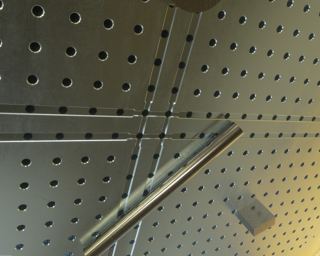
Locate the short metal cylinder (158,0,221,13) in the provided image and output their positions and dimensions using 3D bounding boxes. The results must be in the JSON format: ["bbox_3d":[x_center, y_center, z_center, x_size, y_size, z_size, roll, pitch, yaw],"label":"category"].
[{"bbox_3d":[0.028,-0.162,0.311,0.081,0.050,0.079,-14,125,-21],"label":"short metal cylinder"}]

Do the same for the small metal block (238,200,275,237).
[{"bbox_3d":[0.190,0.177,0.612,0.050,0.050,0.025,-23,127,-15],"label":"small metal block"}]

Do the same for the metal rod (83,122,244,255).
[{"bbox_3d":[0.006,0.097,0.476,0.300,0.025,0.025,-40,130,-1],"label":"metal rod"}]
